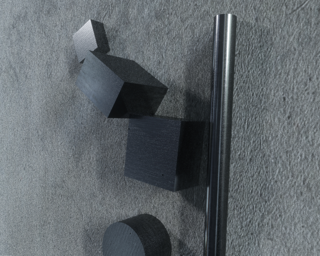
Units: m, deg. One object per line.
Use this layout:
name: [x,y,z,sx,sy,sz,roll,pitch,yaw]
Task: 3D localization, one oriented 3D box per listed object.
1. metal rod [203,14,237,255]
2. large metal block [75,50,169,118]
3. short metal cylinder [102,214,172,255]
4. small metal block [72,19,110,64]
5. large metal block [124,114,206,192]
metal rod: [0.067,0.026,0.349,0.025,0.025,0.298,4,92,40]
large metal block: [-0.051,-0.055,0.411,0.080,0.081,0.050,43,116,31]
short metal cylinder: [-0.032,0.161,0.415,0.080,0.050,0.080,0,90,40]
small metal block: [-0.111,-0.136,0.496,0.050,0.025,0.050,-26,74,37]
large metal block: [0.005,0.027,0.385,0.080,0.050,0.079,10,96,39]
